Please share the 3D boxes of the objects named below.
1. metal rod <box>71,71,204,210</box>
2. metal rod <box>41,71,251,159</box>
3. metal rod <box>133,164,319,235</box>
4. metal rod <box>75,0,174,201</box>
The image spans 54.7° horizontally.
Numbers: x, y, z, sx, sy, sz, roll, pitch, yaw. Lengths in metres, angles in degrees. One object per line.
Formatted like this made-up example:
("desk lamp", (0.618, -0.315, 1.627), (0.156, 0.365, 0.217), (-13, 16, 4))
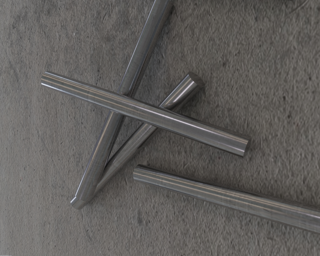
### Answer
("metal rod", (-0.047, 0.034, 0.444), (0.299, 0.025, 0.025), (-45, 63, 30))
("metal rod", (-0.036, -0.025, 0.391), (0.301, 0.025, 0.025), (20, 103, 24))
("metal rod", (0.087, 0.077, 0.333), (0.300, 0.025, 0.025), (8, 95, 39))
("metal rod", (-0.054, -0.032, 0.429), (0.025, 0.025, 0.298), (32, 104, 35))
